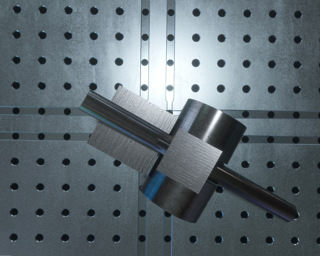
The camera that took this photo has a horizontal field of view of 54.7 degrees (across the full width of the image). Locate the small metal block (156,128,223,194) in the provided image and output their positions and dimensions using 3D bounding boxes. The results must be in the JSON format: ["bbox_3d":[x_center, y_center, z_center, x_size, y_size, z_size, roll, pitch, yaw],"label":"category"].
[{"bbox_3d":[0.031,0.035,0.331,0.050,0.025,0.050,29,90,8],"label":"small metal block"}]

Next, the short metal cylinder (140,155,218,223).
[{"bbox_3d":[0.023,0.072,0.382,0.080,0.080,0.050,30,90,0],"label":"short metal cylinder"}]

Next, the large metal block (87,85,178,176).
[{"bbox_3d":[-0.033,0.003,0.395,0.080,0.050,0.080,29,90,0],"label":"large metal block"}]

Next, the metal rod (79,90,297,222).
[{"bbox_3d":[0.046,0.041,0.371,0.301,0.025,0.025,30,90,-16],"label":"metal rod"}]

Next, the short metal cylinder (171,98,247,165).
[{"bbox_3d":[0.059,0.004,0.383,0.080,0.080,0.050,28,90,0],"label":"short metal cylinder"}]
